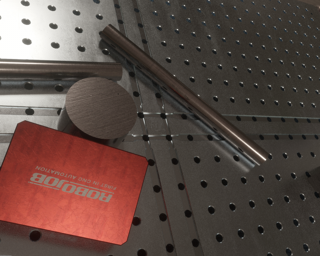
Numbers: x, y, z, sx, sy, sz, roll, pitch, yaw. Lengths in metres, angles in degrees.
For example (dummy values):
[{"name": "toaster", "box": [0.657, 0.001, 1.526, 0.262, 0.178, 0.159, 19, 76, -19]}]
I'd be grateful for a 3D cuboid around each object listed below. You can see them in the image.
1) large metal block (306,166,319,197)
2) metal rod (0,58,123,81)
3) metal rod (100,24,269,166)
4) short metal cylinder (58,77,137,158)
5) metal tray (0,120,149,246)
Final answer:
[{"name": "large metal block", "box": [0.295, 0.089, 0.481, 0.050, 0.080, 0.080, -24, 75, -37]}, {"name": "metal rod", "box": [-0.186, -0.066, 0.348, 0.303, 0.025, 0.025, -5, 64, -31]}, {"name": "metal rod", "box": [0.037, -0.048, 0.458, 0.300, 0.025, 0.025, 39, 51, -2]}, {"name": "short metal cylinder", "box": [-0.073, -0.012, 0.361, 0.081, 0.050, 0.080, 14, 56, -21]}, {"name": "metal tray", "box": [-0.086, 0.055, 0.305, 0.131, 0.030, 0.090, 19, 77, -18]}]
